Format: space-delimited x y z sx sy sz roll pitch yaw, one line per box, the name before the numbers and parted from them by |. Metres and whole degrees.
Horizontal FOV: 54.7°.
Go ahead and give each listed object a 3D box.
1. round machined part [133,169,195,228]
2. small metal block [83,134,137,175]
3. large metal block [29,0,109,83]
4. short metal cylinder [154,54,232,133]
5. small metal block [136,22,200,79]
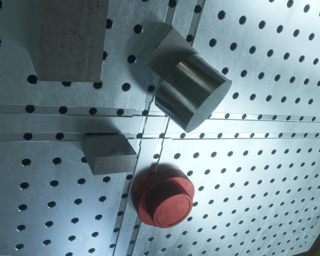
round machined part | 0.012 0.116 0.480 0.099 0.042 0.097 -14 125 -21
small metal block | -0.062 0.031 0.381 0.050 0.050 0.025 -1 119 -28
large metal block | -0.084 -0.093 0.273 0.050 0.080 0.079 -3 120 -28
short metal cylinder | 0.040 -0.040 0.369 0.080 0.050 0.080 -43 164 -15
small metal block | 0.010 -0.086 0.365 0.050 0.025 0.050 35 99 -39
